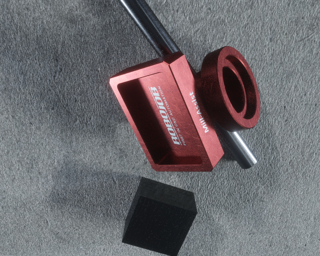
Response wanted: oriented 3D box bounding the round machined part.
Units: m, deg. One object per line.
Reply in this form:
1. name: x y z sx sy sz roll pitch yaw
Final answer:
1. round machined part: 0.076 -0.042 0.365 0.042 0.098 0.098 -17 113 40

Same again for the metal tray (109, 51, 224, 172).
1. metal tray: 0.007 -0.012 0.350 0.090 0.030 0.129 -7 115 42

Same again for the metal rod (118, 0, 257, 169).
1. metal rod: 0.033 -0.064 0.386 0.025 0.025 0.300 -35 107 12

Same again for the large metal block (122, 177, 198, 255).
1. large metal block: -0.002 0.127 0.443 0.080 0.050 0.079 19 109 -7

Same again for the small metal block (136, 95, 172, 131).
1. small metal block: -0.005 -0.023 0.401 0.050 0.025 0.050 -3 110 1
